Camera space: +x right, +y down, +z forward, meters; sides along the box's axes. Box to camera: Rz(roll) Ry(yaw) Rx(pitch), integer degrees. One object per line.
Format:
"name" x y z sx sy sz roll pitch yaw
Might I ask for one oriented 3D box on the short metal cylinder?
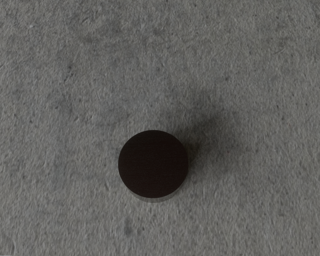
"short metal cylinder" -0.008 0.048 0.377 0.081 0.050 0.080 0 70 0
